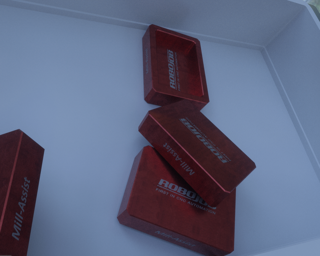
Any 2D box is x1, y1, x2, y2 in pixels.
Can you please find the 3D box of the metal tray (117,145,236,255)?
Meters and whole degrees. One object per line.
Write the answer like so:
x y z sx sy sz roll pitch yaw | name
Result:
0.025 0.086 0.361 0.131 0.030 0.090 25 49 -13 | metal tray

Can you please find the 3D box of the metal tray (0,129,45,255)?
-0.144 0.070 0.235 0.090 0.030 0.130 -16 51 12 | metal tray

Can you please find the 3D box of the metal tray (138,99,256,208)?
0.047 0.024 0.383 0.130 0.030 0.091 46 36 17 | metal tray

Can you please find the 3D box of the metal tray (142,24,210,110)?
0.022 -0.091 0.471 0.091 0.030 0.130 11 57 -23 | metal tray
